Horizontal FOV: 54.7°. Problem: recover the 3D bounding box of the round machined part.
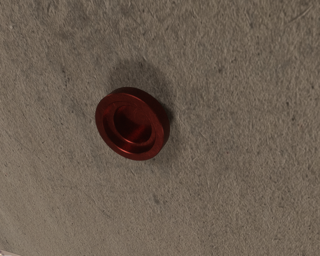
[{"bbox_3d":[-0.032,-0.009,0.406,0.098,0.042,0.097,13,124,20],"label":"round machined part"}]
